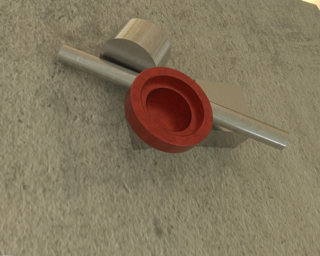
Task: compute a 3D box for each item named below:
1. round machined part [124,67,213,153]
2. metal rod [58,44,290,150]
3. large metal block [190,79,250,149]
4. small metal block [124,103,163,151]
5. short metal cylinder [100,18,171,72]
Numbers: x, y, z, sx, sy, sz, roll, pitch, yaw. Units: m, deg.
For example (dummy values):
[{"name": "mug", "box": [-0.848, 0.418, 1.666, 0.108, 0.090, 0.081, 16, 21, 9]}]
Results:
[{"name": "round machined part", "box": [0.006, -0.016, 0.346, 0.099, 0.042, 0.098, 13, 57, -22]}, {"name": "metal rod", "box": [0.016, -0.039, 0.391, 0.301, 0.025, 0.025, 22, 52, 2]}, {"name": "large metal block", "box": [0.080, -0.018, 0.446, 0.081, 0.050, 0.080, 4, 60, -27]}, {"name": "small metal block", "box": [-0.019, -0.006, 0.384, 0.025, 0.050, 0.050, -2, 63, -30]}, {"name": "short metal cylinder", "box": [-0.032, -0.097, 0.413, 0.080, 0.080, 0.050, 33, 51, -8]}]
